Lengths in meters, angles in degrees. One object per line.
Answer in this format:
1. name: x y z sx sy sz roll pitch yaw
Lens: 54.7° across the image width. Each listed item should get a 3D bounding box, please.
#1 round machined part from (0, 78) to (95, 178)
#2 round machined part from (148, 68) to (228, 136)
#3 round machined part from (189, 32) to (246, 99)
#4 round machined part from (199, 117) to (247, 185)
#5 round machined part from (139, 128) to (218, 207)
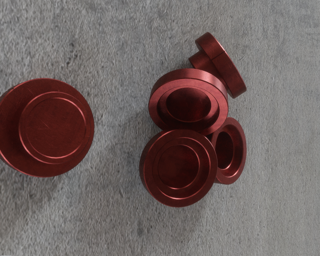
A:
1. round machined part: -0.108 0.000 0.303 0.099 0.042 0.097 0 90 -40
2. round machined part: 0.037 -0.036 0.396 0.098 0.098 0.042 46 34 -31
3. round machined part: 0.075 -0.081 0.433 0.042 0.098 0.098 -34 118 10
4. round machined part: 0.086 0.033 0.461 0.099 0.042 0.097 1 89 -46
5. round machined part: 0.020 0.048 0.397 0.099 0.042 0.097 -1 94 -20
